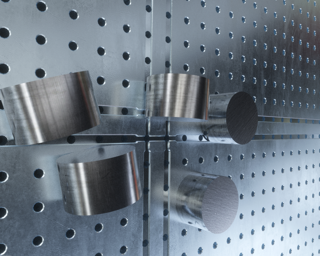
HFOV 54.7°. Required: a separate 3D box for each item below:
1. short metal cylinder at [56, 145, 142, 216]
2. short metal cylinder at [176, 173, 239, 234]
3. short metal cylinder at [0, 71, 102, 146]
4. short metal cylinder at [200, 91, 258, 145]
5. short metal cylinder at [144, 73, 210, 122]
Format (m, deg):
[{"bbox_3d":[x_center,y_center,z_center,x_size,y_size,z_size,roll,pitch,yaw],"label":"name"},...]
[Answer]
[{"bbox_3d":[-0.062,0.050,0.321,0.081,0.080,0.050,-13,99,-39],"label":"short metal cylinder"},{"bbox_3d":[0.069,0.107,0.451,0.081,0.050,0.079,0,90,-40],"label":"short metal cylinder"},{"bbox_3d":[-0.100,-0.020,0.289,0.081,0.080,0.050,-22,104,-38],"label":"short metal cylinder"},{"bbox_3d":[0.108,-0.015,0.483,0.081,0.050,0.080,0,90,-40],"label":"short metal cylinder"},{"bbox_3d":[0.022,-0.036,0.391,0.081,0.080,0.050,5,87,-40],"label":"short metal cylinder"}]
